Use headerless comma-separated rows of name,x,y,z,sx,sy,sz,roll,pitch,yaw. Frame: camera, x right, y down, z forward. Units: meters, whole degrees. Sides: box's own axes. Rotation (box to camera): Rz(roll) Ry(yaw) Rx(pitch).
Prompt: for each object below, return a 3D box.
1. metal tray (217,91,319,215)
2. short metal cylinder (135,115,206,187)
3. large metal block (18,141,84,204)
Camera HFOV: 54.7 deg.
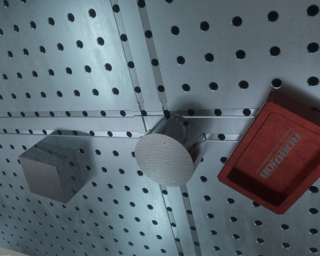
metal tray,0.135,0.033,0.357,0.090,0.030,0.129,29,128,9
short metal cylinder,0.014,0.030,0.406,0.080,0.050,0.079,13,124,21
large metal block,-0.188,0.077,0.542,0.080,0.050,0.079,10,123,22
